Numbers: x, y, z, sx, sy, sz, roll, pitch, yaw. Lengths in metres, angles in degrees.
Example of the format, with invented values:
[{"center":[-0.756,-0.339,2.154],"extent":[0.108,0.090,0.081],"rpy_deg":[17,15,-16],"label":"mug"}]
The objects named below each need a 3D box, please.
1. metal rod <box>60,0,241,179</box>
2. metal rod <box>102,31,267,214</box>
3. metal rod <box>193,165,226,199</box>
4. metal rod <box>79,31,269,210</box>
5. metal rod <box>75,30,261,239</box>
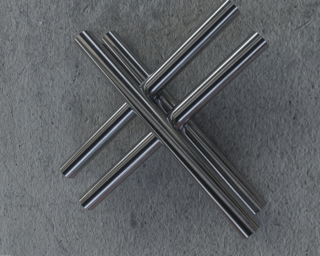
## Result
[{"center":[-0.022,-0.040,0.390],"extent":[0.299,0.025,0.025],"rpy_deg":[-43,77,14],"label":"metal rod"},{"center":[0.023,-0.015,0.401],"extent":[0.025,0.025,0.300],"rpy_deg":[-44,77,14],"label":"metal rod"},{"center":[0.004,-0.001,0.408],"extent":[0.025,0.025,0.300],"rpy_deg":[-44,77,14],"label":"metal rod"},{"center":[0.007,0.001,0.380],"extent":[0.299,0.025,0.025],"rpy_deg":[-43,77,14],"label":"metal rod"},{"center":[0.000,-0.003,0.356],"extent":[0.025,0.025,0.300],"rpy_deg":[-44,77,14],"label":"metal rod"}]
